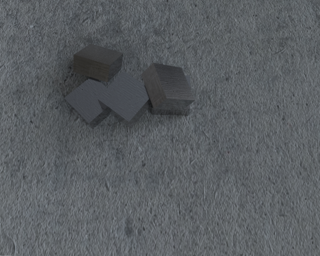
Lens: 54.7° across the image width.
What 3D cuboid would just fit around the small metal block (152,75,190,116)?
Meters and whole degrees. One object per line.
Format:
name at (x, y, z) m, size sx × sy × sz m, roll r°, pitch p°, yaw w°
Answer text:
small metal block at (0.015, -0.045, 0.426) m, size 0.050 × 0.025 × 0.050 m, roll 2°, pitch 70°, yaw 0°

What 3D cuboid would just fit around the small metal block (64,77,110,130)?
small metal block at (-0.091, -0.035, 0.421) m, size 0.050 × 0.025 × 0.050 m, roll -43°, pitch 76°, yaw -14°

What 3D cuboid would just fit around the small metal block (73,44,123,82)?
small metal block at (-0.085, -0.091, 0.429) m, size 0.050 × 0.025 × 0.050 m, roll 18°, pitch 34°, yaw 6°

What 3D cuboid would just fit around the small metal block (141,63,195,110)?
small metal block at (0.011, -0.051, 0.388) m, size 0.050 × 0.025 × 0.050 m, roll -1°, pitch 64°, yaw -44°

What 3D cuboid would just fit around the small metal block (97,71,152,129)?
small metal block at (-0.042, -0.036, 0.394) m, size 0.050 × 0.025 × 0.050 m, roll 36°, pitch 74°, yaw 12°
